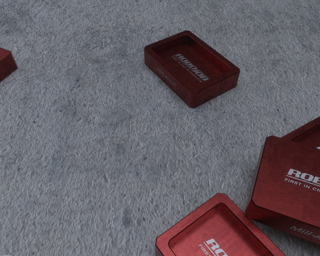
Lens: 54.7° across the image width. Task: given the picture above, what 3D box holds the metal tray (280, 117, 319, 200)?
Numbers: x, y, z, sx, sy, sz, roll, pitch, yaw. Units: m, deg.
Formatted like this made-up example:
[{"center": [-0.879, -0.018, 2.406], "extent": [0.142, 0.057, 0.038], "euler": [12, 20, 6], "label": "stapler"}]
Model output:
[{"center": [0.213, 0.048, 0.360], "extent": [0.091, 0.030, 0.130], "euler": [-25, 54, -19], "label": "metal tray"}]

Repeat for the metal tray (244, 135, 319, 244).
[{"center": [0.160, 0.066, 0.306], "extent": [0.130, 0.030, 0.090], "euler": [18, 52, 14], "label": "metal tray"}]

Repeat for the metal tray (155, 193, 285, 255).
[{"center": [0.068, 0.135, 0.286], "extent": [0.091, 0.030, 0.130], "euler": [-30, 56, -23], "label": "metal tray"}]

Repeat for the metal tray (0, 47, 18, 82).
[{"center": [-0.305, -0.100, 0.482], "extent": [0.130, 0.030, 0.090], "euler": [21, 53, 16], "label": "metal tray"}]

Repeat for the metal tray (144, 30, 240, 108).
[{"center": [0.046, -0.096, 0.480], "extent": [0.091, 0.030, 0.130], "euler": [-28, 55, -22], "label": "metal tray"}]
